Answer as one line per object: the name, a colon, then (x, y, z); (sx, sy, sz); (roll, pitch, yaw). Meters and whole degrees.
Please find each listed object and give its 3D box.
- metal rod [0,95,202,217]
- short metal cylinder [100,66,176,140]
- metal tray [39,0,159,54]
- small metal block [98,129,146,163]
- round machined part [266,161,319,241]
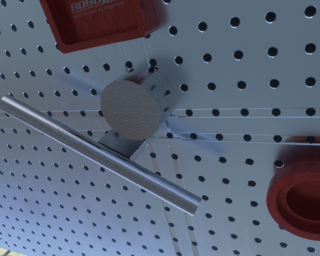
metal rod: (-0.086, 0.031, 0.409); (0.301, 0.025, 0.025); (27, 128, 11)
short metal cylinder: (-0.026, -0.032, 0.388); (0.080, 0.050, 0.079); (13, 124, 20)
metal tray: (-0.075, -0.142, 0.357); (0.130, 0.030, 0.089); (-3, 117, 29)
small metal block: (-0.054, 0.026, 0.438); (0.050, 0.050, 0.025); (25, 127, 12)
round machined part: (0.176, 0.078, 0.356); (0.098, 0.042, 0.097); (13, 124, 20)
